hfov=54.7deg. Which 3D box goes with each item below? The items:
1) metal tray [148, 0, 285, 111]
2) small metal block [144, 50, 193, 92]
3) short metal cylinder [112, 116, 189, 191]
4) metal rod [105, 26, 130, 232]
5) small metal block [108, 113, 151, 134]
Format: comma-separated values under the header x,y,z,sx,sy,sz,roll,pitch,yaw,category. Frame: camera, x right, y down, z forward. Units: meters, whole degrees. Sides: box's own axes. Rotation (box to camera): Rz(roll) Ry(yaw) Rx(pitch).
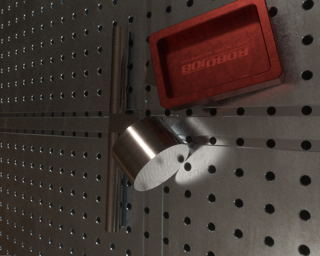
x,y,z,sx,sy,sz,roll,pitch,yaw,category
0.057,-0.077,0.336,0.130,0.030,0.090,-14,81,24,metal tray
0.012,-0.076,0.398,0.050,0.025,0.050,22,104,37,small metal block
-0.012,0.032,0.381,0.050,0.081,0.080,49,119,28,short metal cylinder
-0.064,0.003,0.459,0.025,0.025,0.298,4,93,39,metal rod
-0.033,-0.005,0.418,0.050,0.050,0.025,9,96,39,small metal block
